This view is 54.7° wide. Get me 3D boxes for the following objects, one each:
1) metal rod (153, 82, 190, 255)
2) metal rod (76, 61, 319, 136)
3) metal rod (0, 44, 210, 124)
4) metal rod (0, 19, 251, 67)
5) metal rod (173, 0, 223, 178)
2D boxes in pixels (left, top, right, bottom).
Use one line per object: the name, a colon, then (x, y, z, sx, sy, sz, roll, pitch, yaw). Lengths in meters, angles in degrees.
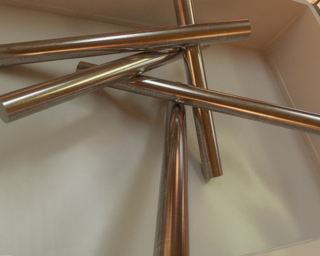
metal rod: (0.016, 0.019, 0.326, 0.025, 0.025, 0.300, 27, 28, -11)
metal rod: (0.043, -0.038, 0.379, 0.301, 0.025, 0.025, 14, 53, 7)
metal rod: (-0.036, -0.072, 0.365, 0.302, 0.025, 0.025, -29, 78, -40)
metal rod: (-0.042, -0.102, 0.369, 0.302, 0.025, 0.025, -8, 63, -5)
metal rod: (0.044, -0.084, 0.403, 0.025, 0.025, 0.298, -11, 92, -33)
